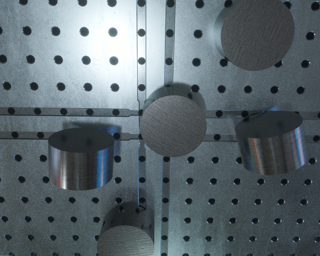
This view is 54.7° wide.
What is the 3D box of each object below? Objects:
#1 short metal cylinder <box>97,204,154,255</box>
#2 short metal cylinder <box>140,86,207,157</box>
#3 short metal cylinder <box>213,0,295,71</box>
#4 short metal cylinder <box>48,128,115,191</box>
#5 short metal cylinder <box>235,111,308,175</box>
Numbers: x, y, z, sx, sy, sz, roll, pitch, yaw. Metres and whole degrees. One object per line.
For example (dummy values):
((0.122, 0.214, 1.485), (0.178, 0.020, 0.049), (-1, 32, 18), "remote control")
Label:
((-0.049, 0.161, 0.459), (0.081, 0.050, 0.079), (0, 110, -1), "short metal cylinder")
((0.016, -0.009, 0.397), (0.081, 0.050, 0.079), (0, 110, -1), "short metal cylinder")
((0.106, -0.111, 0.361), (0.081, 0.050, 0.079), (0, 110, -1), "short metal cylinder")
((-0.100, 0.037, 0.396), (0.081, 0.080, 0.050), (5, 110, -2), "short metal cylinder")
((0.141, 0.017, 0.392), (0.080, 0.080, 0.050), (-15, 110, 5), "short metal cylinder")
